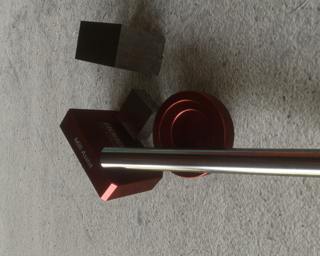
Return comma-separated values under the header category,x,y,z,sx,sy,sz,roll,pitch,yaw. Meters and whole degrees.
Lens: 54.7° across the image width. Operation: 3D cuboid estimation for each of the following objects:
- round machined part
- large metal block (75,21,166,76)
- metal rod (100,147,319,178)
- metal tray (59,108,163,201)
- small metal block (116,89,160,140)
category,x,y,z,sx,sy,sz,roll,pitch,yaw
round machined part,0.042,0.007,0.359,0.098,0.042,0.097,0,90,40
large metal block,-0.052,-0.105,0.412,0.080,0.081,0.050,19,103,38
metal rod,0.074,0.032,0.296,0.301,0.025,0.025,-1,89,25
metal tray,-0.065,0.030,0.416,0.130,0.091,0.030,52,121,27
small metal block,-0.028,-0.018,0.428,0.050,0.025,0.050,49,119,28
